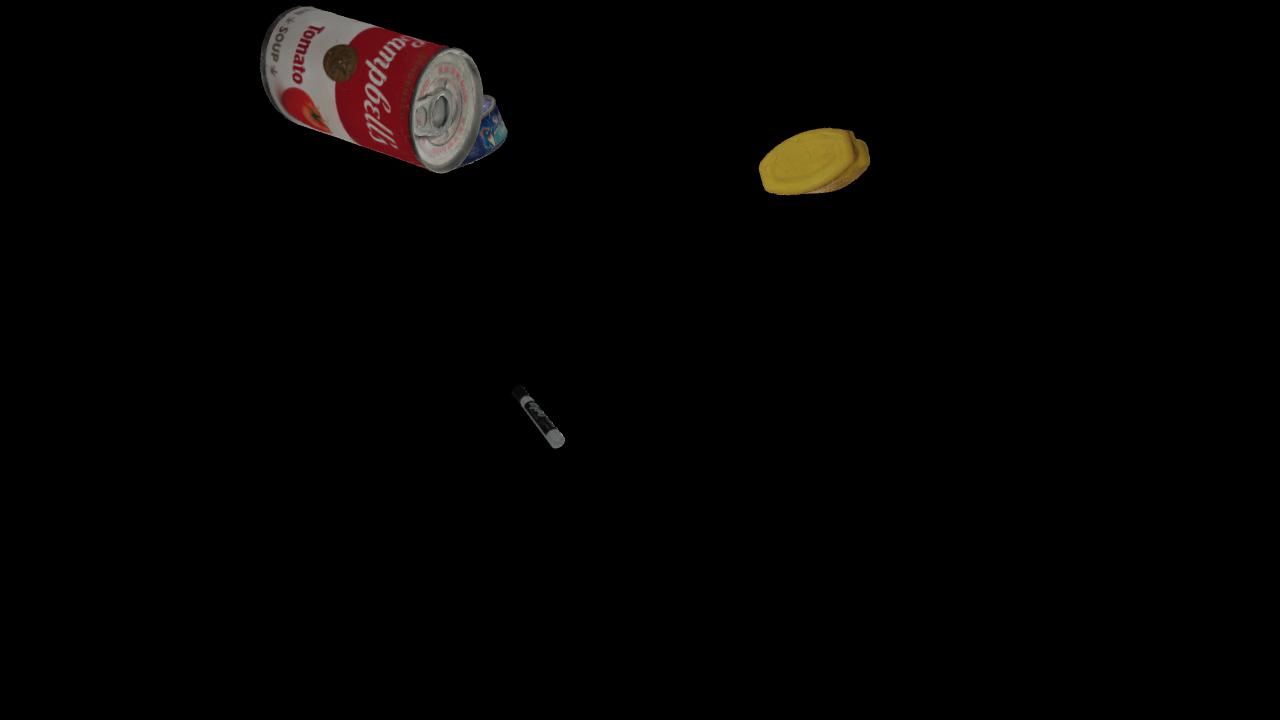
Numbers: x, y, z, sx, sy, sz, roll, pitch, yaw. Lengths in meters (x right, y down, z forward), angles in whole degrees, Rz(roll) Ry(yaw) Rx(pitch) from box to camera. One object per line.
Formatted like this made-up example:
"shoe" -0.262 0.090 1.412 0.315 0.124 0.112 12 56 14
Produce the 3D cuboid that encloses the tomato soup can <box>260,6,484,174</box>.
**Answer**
"tomato soup can" -0.152 -0.156 0.353 0.101 0.068 0.068 21 4 11

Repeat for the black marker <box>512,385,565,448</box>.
"black marker" -0.130 0.068 0.772 0.020 0.020 0.121 0 30 -39

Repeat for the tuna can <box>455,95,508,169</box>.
"tuna can" -0.163 -0.203 0.550 0.084 0.034 0.084 -11 41 10

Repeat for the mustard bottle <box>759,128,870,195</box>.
"mustard bottle" 0.193 -0.203 0.648 0.092 0.054 0.184 -20 3 31
